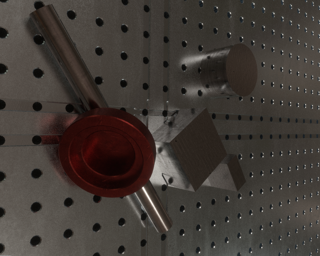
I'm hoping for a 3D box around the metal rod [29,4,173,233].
[{"bbox_3d":[-0.057,0.006,0.363,0.025,0.025,0.299,-41,115,-33],"label":"metal rod"}]

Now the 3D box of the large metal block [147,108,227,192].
[{"bbox_3d":[0.038,0.028,0.427,0.080,0.050,0.080,-42,116,-32],"label":"large metal block"}]

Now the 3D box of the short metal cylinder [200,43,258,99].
[{"bbox_3d":[0.109,-0.088,0.487,0.081,0.050,0.079,0,90,-40],"label":"short metal cylinder"}]

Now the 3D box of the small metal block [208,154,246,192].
[{"bbox_3d":[0.098,0.067,0.478,0.025,0.050,0.050,-38,114,-34],"label":"small metal block"}]

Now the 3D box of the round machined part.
[{"bbox_3d":[-0.053,0.023,0.332,0.042,0.098,0.098,-78,144,-64],"label":"round machined part"}]
